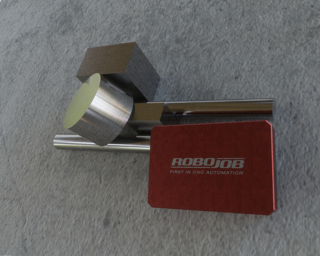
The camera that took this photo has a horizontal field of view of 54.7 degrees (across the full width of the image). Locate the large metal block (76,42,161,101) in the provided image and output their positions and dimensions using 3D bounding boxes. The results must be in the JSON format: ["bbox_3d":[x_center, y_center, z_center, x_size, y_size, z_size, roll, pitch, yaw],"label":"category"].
[{"bbox_3d":[-0.057,-0.073,0.443,0.080,0.080,0.050,1,62,28],"label":"large metal block"}]

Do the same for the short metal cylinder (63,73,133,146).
[{"bbox_3d":[-0.080,-0.023,0.398,0.080,0.050,0.080,-35,37,33],"label":"short metal cylinder"}]

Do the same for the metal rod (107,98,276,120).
[{"bbox_3d":[-0.003,-0.024,0.421,0.300,0.025,0.025,1,62,28],"label":"metal rod"}]

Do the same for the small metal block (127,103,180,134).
[{"bbox_3d":[-0.009,-0.008,0.397,0.050,0.050,0.025,1,62,28],"label":"small metal block"}]

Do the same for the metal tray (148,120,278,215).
[{"bbox_3d":[0.053,0.042,0.330,0.130,0.030,0.090,-3,78,25],"label":"metal tray"}]

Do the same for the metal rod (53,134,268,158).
[{"bbox_3d":[-0.019,0.021,0.402,0.300,0.025,0.025,0,62,27],"label":"metal rod"}]
